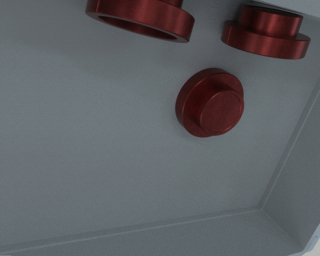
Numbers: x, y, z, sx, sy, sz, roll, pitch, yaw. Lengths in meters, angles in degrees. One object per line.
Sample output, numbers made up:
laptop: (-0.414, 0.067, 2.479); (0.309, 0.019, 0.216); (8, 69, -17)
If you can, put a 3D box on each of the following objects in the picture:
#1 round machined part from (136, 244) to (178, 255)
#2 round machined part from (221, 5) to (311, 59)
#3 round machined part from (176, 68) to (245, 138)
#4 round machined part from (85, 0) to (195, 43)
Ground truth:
round machined part: (-0.007, 0.261, 0.557); (0.099, 0.042, 0.097); (-14, 124, -21)
round machined part: (0.123, -0.114, 0.358); (0.099, 0.098, 0.042); (-5, 121, -26)
round machined part: (0.074, -0.028, 0.420); (0.099, 0.042, 0.097); (-14, 124, -21)
round machined part: (-0.015, -0.113, 0.285); (0.099, 0.098, 0.042); (8, 102, -32)
